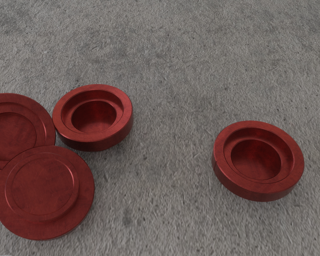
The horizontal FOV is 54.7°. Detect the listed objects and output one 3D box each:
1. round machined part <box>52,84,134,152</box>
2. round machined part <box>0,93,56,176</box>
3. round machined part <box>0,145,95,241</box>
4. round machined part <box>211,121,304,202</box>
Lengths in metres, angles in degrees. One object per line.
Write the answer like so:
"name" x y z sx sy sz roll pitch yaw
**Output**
"round machined part" -0.083 -0.009 0.399 0.099 0.042 0.098 0 50 0
"round machined part" -0.174 0.011 0.360 0.099 0.042 0.097 2 84 -23
"round machined part" -0.117 0.063 0.318 0.099 0.042 0.098 5 66 -12
"round machined part" 0.109 0.041 0.358 0.099 0.042 0.098 0 50 0
